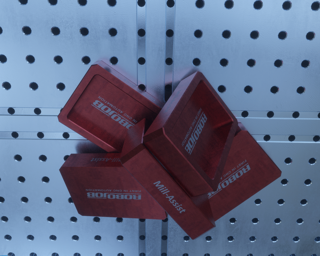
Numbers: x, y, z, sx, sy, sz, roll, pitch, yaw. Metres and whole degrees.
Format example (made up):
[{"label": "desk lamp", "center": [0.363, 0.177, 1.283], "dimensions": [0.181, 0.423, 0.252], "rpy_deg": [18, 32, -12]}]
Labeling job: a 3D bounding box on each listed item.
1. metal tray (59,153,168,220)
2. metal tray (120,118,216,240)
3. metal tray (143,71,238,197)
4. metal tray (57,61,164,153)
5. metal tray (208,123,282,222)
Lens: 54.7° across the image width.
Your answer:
[{"label": "metal tray", "center": [-0.057, 0.078, 0.413], "dimensions": [0.130, 0.030, 0.089], "rpy_deg": [-2, 122, 16]}, {"label": "metal tray", "center": [0.010, 0.057, 0.367], "dimensions": [0.030, 0.090, 0.130], "rpy_deg": [-37, 107, 12]}, {"label": "metal tray", "center": [0.043, 0.002, 0.359], "dimensions": [0.030, 0.130, 0.090], "rpy_deg": [-27, 111, 39]}, {"label": "metal tray", "center": [-0.052, -0.014, 0.405], "dimensions": [0.130, 0.030, 0.090], "rpy_deg": [34, 106, -12]}, {"label": "metal tray", "center": [0.089, 0.066, 0.435], "dimensions": [0.130, 0.030, 0.090], "rpy_deg": [-39, 106, 13]}]
